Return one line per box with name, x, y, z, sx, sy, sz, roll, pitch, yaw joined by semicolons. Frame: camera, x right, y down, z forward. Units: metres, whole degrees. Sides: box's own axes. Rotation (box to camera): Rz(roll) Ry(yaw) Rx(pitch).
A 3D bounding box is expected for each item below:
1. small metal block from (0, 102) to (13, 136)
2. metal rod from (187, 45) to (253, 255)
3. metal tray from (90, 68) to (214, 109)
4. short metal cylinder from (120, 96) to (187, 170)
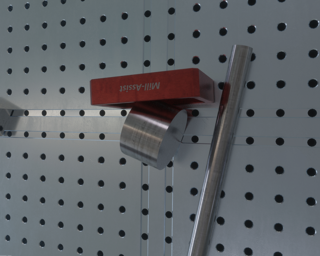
small metal block;-0.280;-0.020;0.511;0.050;0.025;0.050;28;99;17
metal rod;0.071;0.048;0.387;0.025;0.025;0.298;13;94;19
metal tray;-0.007;-0.045;0.380;0.130;0.090;0.030;-3;89;20
short metal cylinder;-0.006;0.006;0.386;0.050;0.080;0.080;23;98;18
